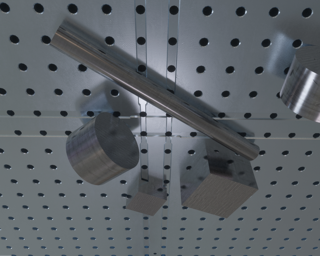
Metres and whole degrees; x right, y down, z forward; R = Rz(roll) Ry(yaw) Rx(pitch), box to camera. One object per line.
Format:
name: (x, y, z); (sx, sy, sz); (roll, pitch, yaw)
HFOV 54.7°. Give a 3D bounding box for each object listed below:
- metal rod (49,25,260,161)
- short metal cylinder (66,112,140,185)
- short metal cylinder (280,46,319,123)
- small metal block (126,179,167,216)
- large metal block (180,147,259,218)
metal rod: (0.011, -0.031, 0.385); (0.301, 0.025, 0.025); (29, 124, -23)
short metal cylinder: (-0.072, 0.026, 0.397); (0.050, 0.080, 0.080); (-31, 124, 23)
short metal cylinder: (0.179, -0.049, 0.336); (0.081, 0.080, 0.050); (3, 130, -3)
small metal block: (-0.023, 0.116, 0.510); (0.050, 0.025, 0.050); (21, 127, -17)
large metal block: (0.086, 0.085, 0.469); (0.080, 0.050, 0.079); (20, 127, -17)
